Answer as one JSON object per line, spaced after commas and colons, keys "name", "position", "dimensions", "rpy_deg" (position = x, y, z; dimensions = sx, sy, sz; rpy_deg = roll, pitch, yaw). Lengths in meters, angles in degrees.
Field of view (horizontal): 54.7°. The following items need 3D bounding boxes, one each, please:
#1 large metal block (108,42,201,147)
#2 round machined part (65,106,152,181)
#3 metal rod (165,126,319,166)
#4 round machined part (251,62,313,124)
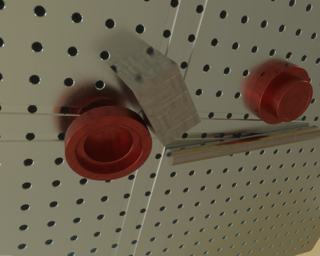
{"name": "large metal block", "position": [-0.007, -0.040, 0.347], "dimensions": [0.050, 0.080, 0.080], "rpy_deg": [-34, 129, -6]}
{"name": "round machined part", "position": [-0.062, 0.014, 0.367], "dimensions": [0.099, 0.042, 0.097], "rpy_deg": [-10, 130, -12]}
{"name": "metal rod", "position": [0.149, 0.025, 0.508], "dimensions": [0.303, 0.025, 0.025], "rpy_deg": [-7, 122, -25]}
{"name": "round machined part", "position": [0.193, -0.048, 0.476], "dimensions": [0.099, 0.042, 0.097], "rpy_deg": [-14, 124, -21]}
